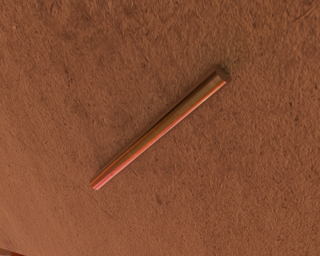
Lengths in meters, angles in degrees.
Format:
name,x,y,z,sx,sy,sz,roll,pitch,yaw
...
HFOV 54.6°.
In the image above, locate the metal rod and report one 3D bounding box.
name,x,y,z,sx,sy,sz,roll,pitch,yaw
metal rod,-0.019,0.017,0.430,0.025,0.025,0.299,46,129,-4
